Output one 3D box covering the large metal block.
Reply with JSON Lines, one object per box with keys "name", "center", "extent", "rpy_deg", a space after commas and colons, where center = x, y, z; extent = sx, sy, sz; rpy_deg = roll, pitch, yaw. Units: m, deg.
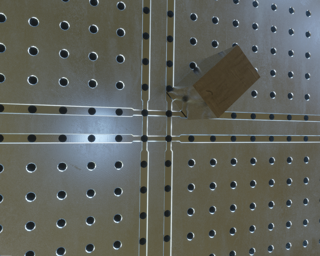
{"name": "large metal block", "center": [0.068, -0.056, 0.408], "extent": [0.080, 0.080, 0.050], "rpy_deg": [-43, 104, -15]}
